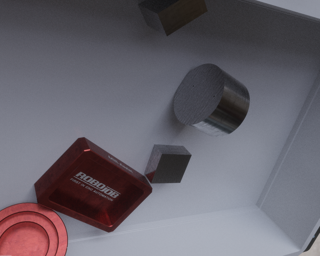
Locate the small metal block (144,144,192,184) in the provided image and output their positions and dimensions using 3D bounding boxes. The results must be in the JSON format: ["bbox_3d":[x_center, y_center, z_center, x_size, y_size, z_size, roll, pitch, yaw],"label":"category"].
[{"bbox_3d":[0.011,0.052,0.449,0.050,0.025,0.050,5,116,-31],"label":"small metal block"}]

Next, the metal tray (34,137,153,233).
[{"bbox_3d":[-0.083,0.080,0.410,0.090,0.030,0.130,-46,130,4],"label":"metal tray"}]

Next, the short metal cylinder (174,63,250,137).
[{"bbox_3d":[0.064,-0.034,0.389,0.050,0.080,0.080,24,105,-37],"label":"short metal cylinder"}]

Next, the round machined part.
[{"bbox_3d":[-0.163,0.144,0.372,0.099,0.098,0.042,-7,154,-25],"label":"round machined part"}]

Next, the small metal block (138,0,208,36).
[{"bbox_3d":[0.012,-0.125,0.323,0.050,0.050,0.025,-34,129,-7],"label":"small metal block"}]
